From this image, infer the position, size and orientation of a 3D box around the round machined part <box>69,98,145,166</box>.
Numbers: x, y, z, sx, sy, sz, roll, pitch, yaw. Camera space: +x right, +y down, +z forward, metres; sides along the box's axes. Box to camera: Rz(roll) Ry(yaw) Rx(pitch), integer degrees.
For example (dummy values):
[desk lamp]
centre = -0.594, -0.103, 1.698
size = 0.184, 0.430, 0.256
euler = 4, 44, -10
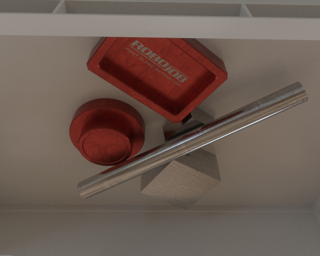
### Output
[round machined part]
centre = -0.070, 0.012, 0.408
size = 0.099, 0.042, 0.097
euler = -1, 130, 0

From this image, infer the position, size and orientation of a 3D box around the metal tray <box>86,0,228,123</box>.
[metal tray]
centre = -0.002, -0.070, 0.346
size = 0.131, 0.030, 0.090
euler = 31, 123, -24

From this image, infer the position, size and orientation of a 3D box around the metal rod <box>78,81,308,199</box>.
[metal rod]
centre = 0.030, 0.021, 0.385
size = 0.301, 0.025, 0.025
euler = -25, 126, 12

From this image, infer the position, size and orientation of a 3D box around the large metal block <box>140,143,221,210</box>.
[large metal block]
centre = 0.028, 0.066, 0.450
size = 0.080, 0.050, 0.080
euler = 27, 125, -22

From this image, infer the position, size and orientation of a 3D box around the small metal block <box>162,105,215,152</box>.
[small metal block]
centre = 0.040, 0.002, 0.406
size = 0.050, 0.025, 0.050
euler = 25, 126, -33
